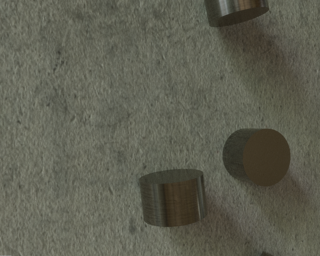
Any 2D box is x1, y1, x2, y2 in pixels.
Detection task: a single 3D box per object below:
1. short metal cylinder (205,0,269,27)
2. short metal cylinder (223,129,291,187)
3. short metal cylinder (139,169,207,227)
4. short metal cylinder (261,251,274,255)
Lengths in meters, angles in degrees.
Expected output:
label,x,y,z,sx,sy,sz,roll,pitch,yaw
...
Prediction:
label,x,y,z,sx,sy,sz,roll,pitch,yaw
short metal cylinder,0.101,-0.174,0.418,0.081,0.080,0.050,-14,95,-20
short metal cylinder,0.139,0.040,0.449,0.081,0.050,0.079,0,90,-21
short metal cylinder,0.017,0.084,0.387,0.081,0.080,0.050,-7,93,-20
short metal cylinder,0.178,0.222,0.448,0.080,0.080,0.050,30,80,-18
